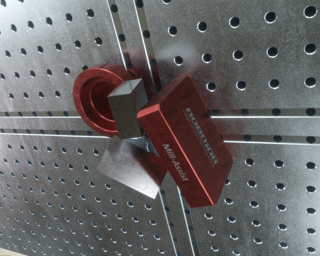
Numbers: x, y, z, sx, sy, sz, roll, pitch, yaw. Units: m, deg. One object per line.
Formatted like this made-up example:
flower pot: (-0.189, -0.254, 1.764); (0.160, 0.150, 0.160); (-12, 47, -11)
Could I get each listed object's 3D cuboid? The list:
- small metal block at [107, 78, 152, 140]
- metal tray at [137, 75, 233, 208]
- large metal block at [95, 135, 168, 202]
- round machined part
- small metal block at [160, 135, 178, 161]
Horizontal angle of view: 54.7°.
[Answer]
small metal block: (-0.032, -0.022, 0.344); (0.025, 0.050, 0.050); (-7, 115, 15)
metal tray: (0.035, 0.015, 0.359); (0.030, 0.090, 0.130); (-19, 109, 35)
large metal block: (-0.040, 0.059, 0.421); (0.080, 0.050, 0.080); (27, 161, -3)
round machined part: (-0.061, -0.039, 0.406); (0.098, 0.042, 0.097); (13, 124, 20)
small metal block: (0.028, 0.030, 0.407); (0.050, 0.025, 0.050); (19, 131, 30)
